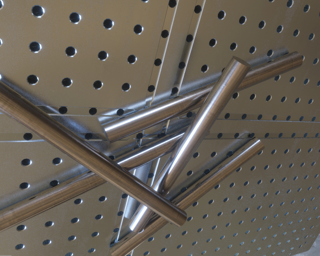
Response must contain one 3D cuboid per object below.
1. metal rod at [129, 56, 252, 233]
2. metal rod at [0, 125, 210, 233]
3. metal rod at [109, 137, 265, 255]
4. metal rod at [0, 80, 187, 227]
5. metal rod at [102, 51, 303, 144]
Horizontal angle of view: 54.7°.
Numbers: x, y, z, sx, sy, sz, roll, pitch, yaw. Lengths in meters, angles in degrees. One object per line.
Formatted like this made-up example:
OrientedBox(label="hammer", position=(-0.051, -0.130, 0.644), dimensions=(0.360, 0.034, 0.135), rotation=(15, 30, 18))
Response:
OrientedBox(label="metal rod", position=(0.028, 0.040, 0.420), dimensions=(0.025, 0.025, 0.298), rotation=(10, 123, -33))
OrientedBox(label="metal rod", position=(-0.068, 0.058, 0.410), dimensions=(0.302, 0.025, 0.025), rotation=(-24, 128, -14))
OrientedBox(label="metal rod", position=(0.047, 0.114, 0.509), dimensions=(0.301, 0.025, 0.025), rotation=(-37, 130, -4))
OrientedBox(label="metal rod", position=(-0.067, 0.048, 0.376), dimensions=(0.025, 0.025, 0.300), rotation=(-46, 121, 4))
OrientedBox(label="metal rod", position=(0.068, -0.047, 0.421), dimensions=(0.302, 0.025, 0.025), rotation=(-22, 127, -15))
